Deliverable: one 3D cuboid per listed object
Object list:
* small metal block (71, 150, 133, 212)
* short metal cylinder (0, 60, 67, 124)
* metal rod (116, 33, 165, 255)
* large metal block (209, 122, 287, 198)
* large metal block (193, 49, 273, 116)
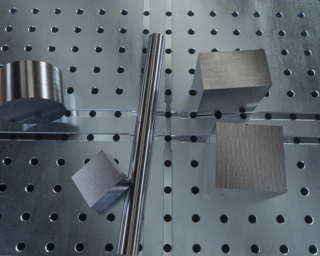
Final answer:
[{"bbox_3d":[-0.071,0.064,0.375,0.050,0.025,0.050,-42,57,-2],"label":"small metal block"},{"bbox_3d":[-0.163,-0.043,0.396,0.081,0.080,0.050,-9,71,-4],"label":"short metal cylinder"},{"bbox_3d":[-0.021,0.006,0.409,0.025,0.025,0.299,6,70,2],"label":"metal rod"},{"bbox_3d":[0.105,0.041,0.385,0.081,0.050,0.080,4,70,1],"label":"large metal block"},{"bbox_3d":[0.089,-0.057,0.404,0.081,0.080,0.050,-4,70,-2],"label":"large metal block"}]
